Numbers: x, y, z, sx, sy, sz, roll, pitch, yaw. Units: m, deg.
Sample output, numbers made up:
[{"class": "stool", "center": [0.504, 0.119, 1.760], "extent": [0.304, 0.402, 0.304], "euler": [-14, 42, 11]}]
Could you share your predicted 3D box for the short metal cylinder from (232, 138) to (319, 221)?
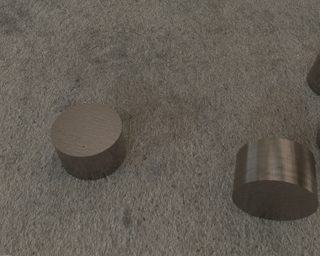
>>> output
[{"class": "short metal cylinder", "center": [0.118, 0.055, 0.322], "extent": [0.080, 0.080, 0.050], "euler": [11, 51, 9]}]

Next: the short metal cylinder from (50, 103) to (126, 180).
[{"class": "short metal cylinder", "center": [-0.084, 0.016, 0.373], "extent": [0.080, 0.050, 0.080], "euler": [0, 50, 0]}]

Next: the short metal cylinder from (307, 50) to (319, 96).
[{"class": "short metal cylinder", "center": [0.268, -0.083, 0.458], "extent": [0.080, 0.050, 0.080], "euler": [0, 50, 0]}]

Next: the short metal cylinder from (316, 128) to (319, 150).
[{"class": "short metal cylinder", "center": [0.245, 0.007, 0.382], "extent": [0.080, 0.050, 0.080], "euler": [0, 50, 0]}]
